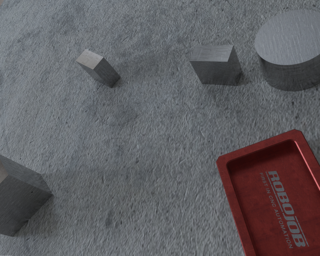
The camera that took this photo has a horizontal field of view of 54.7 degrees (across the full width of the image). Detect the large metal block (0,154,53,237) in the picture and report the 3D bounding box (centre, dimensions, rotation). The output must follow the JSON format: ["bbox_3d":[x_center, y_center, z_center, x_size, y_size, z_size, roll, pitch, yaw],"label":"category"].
[{"bbox_3d":[-0.212,0.093,0.423,0.080,0.080,0.050,-47,51,-5],"label":"large metal block"}]

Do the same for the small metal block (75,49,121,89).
[{"bbox_3d":[-0.099,-0.095,0.498,0.050,0.050,0.025,30,78,37],"label":"small metal block"}]

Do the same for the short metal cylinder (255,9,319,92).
[{"bbox_3d":[0.156,-0.090,0.361,0.080,0.050,0.080,-13,56,21],"label":"short metal cylinder"}]

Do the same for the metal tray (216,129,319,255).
[{"bbox_3d":[0.116,0.074,0.294,0.090,0.030,0.130,-22,53,14],"label":"metal tray"}]

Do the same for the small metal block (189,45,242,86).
[{"bbox_3d":[0.073,-0.080,0.399,0.050,0.050,0.025,9,67,32],"label":"small metal block"}]
